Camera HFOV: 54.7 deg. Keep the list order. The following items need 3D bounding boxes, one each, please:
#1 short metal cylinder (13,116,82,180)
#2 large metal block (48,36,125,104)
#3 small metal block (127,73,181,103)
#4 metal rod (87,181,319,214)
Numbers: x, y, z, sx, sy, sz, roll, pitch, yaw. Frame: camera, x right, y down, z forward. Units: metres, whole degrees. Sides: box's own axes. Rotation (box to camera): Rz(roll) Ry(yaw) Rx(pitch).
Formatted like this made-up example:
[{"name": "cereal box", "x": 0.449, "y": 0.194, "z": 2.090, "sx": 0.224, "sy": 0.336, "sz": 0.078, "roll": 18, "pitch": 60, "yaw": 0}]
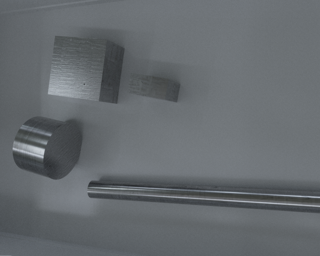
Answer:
[{"name": "short metal cylinder", "x": -0.155, "y": 0.027, "z": 0.434, "sx": 0.050, "sy": 0.080, "sz": 0.079, "roll": 12, "pitch": 94, "yaw": 19}, {"name": "large metal block", "x": -0.102, "y": -0.080, "z": 0.432, "sx": 0.080, "sy": 0.050, "sz": 0.079, "roll": 9, "pitch": 93, "yaw": 19}, {"name": "small metal block", "x": -0.007, "y": -0.051, "z": 0.399, "sx": 0.050, "sy": 0.050, "sz": 0.025, "roll": 12, "pitch": 94, "yaw": 19}, {"name": "metal rod", "x": 0.045, "y": 0.085, "z": 0.393, "sx": 0.301, "sy": 0.025, "sz": 0.025, "roll": -1, "pitch": 90, "yaw": 19}]
